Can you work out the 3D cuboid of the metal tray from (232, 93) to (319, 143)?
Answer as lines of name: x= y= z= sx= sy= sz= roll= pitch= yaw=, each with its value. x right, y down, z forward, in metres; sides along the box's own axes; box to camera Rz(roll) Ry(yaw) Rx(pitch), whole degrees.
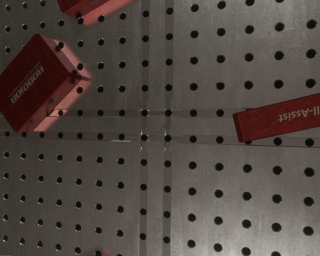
metal tray: x=0.149 y=-0.014 z=0.325 sx=0.130 sy=0.090 sz=0.030 roll=-14 pitch=86 yaw=19

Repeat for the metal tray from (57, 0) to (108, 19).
metal tray: x=-0.094 y=-0.228 z=0.442 sx=0.130 sy=0.030 sz=0.090 roll=-23 pitch=83 yaw=18

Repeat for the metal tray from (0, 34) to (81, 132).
metal tray: x=-0.195 y=-0.067 z=0.477 sx=0.130 sy=0.030 sz=0.090 roll=-42 pitch=77 yaw=14
